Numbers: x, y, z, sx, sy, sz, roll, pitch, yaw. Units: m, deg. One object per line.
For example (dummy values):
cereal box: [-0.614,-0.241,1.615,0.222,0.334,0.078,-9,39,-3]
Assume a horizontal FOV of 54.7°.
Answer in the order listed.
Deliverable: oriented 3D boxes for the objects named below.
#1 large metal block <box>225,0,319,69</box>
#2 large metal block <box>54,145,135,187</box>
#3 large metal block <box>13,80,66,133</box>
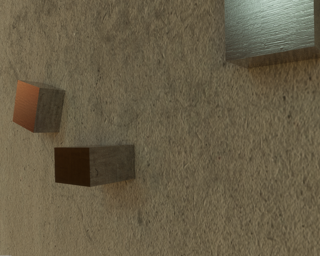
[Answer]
large metal block: [0.111,-0.106,0.297,0.080,0.050,0.080,-1,89,40]
large metal block: [-0.093,0.051,0.446,0.080,0.081,0.050,-3,88,40]
large metal block: [-0.226,-0.041,0.576,0.080,0.050,0.079,20,102,38]
